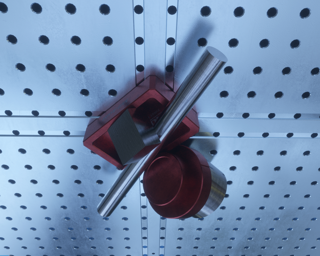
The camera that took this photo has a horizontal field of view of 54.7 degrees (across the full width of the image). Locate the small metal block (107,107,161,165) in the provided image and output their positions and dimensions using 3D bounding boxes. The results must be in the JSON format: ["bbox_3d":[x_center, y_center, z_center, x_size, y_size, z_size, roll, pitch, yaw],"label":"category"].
[{"bbox_3d":[-0.032,0.010,0.375,0.025,0.050,0.050,-9,156,-45],"label":"small metal block"}]

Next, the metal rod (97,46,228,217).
[{"bbox_3d":[-0.014,0.026,0.394,0.025,0.025,0.298,22,127,-18],"label":"metal rod"}]

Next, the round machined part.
[{"bbox_3d":[0.015,0.069,0.409,0.098,0.098,0.042,-38,143,27],"label":"round machined part"}]

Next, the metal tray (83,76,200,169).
[{"bbox_3d":[-0.025,0.002,0.409,0.130,0.030,0.090,-35,122,26],"label":"metal tray"}]

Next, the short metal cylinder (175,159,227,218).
[{"bbox_3d":[0.048,0.081,0.444,0.080,0.080,0.050,-36,122,26],"label":"short metal cylinder"}]
